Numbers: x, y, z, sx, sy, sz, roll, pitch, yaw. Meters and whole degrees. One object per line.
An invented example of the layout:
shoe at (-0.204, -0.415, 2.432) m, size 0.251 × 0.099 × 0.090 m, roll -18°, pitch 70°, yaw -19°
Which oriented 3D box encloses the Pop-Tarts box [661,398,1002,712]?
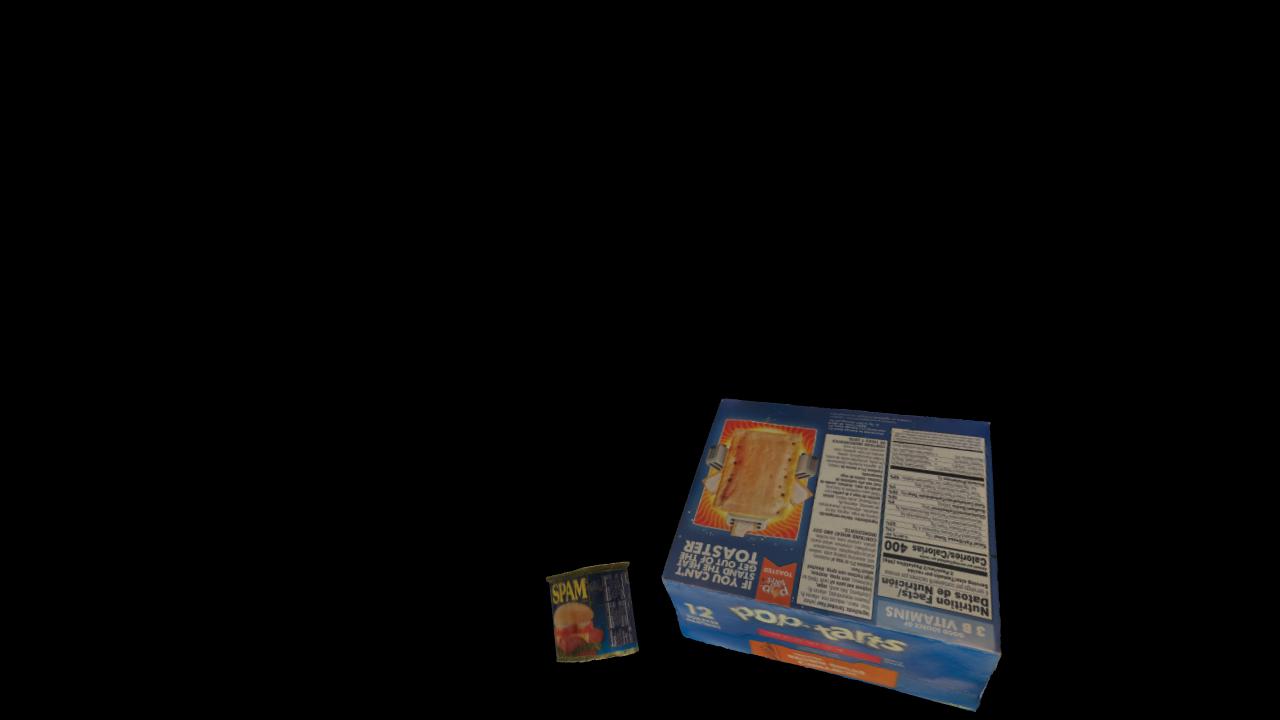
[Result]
Pop-Tarts box at (0.117, 0.107, 0.377) m, size 0.167 × 0.083 × 0.141 m, roll 3°, pitch 45°, yaw 24°

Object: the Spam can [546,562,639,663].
Spam can at (-0.049, 0.257, 0.627) m, size 0.058 × 0.085 × 0.101 m, roll 6°, pitch -25°, yaw -36°
